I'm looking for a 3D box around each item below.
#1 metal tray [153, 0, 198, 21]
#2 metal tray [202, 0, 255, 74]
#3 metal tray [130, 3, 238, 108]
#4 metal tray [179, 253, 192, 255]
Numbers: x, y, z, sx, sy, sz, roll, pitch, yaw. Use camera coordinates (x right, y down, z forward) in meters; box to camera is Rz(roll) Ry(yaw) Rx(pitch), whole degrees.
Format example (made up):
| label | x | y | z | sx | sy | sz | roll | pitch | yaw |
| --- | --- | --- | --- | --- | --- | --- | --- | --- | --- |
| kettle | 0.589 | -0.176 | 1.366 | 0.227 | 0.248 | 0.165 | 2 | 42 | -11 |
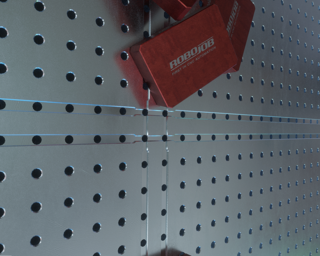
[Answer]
| label | x | y | z | sx | sy | sz | roll | pitch | yaw |
| --- | --- | --- | --- | --- | --- | --- | --- | --- | --- |
| metal tray | 0.001 | -0.207 | 0.380 | 0.130 | 0.030 | 0.090 | 39 | 64 | -11 |
| metal tray | 0.103 | -0.164 | 0.495 | 0.090 | 0.030 | 0.130 | 29 | 72 | -37 |
| metal tray | 0.037 | -0.097 | 0.418 | 0.131 | 0.030 | 0.090 | -35 | 113 | -19 |
| metal tray | 0.001 | 0.231 | 0.409 | 0.131 | 0.030 | 0.089 | -1 | 91 | -40 |
